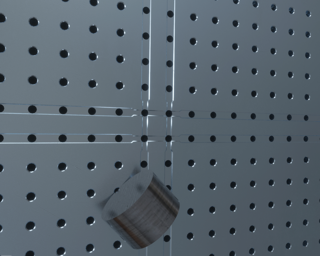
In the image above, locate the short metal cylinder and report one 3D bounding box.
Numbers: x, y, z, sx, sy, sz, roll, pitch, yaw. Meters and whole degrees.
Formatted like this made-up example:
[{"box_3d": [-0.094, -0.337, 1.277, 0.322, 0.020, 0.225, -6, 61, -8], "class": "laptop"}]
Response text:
[{"box_3d": [-0.023, 0.097, 0.375, 0.080, 0.080, 0.050, -44, 104, -15], "class": "short metal cylinder"}]
